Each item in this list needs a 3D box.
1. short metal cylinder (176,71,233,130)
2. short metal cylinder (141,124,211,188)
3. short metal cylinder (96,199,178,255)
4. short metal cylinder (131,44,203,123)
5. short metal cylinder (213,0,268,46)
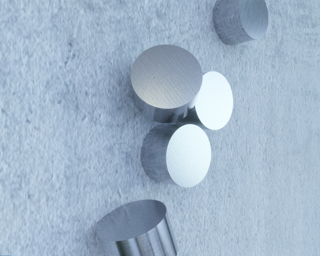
[{"bbox_3d":[0.059,-0.037,0.440,0.081,0.050,0.079,0,90,-40],"label":"short metal cylinder"},{"bbox_3d":[0.022,0.035,0.409,0.081,0.050,0.079,0,90,-40],"label":"short metal cylinder"},{"bbox_3d":[-0.025,0.124,0.350,0.081,0.080,0.050,-26,107,-37],"label":"short metal cylinder"},{"bbox_3d":[0.007,-0.051,0.370,0.081,0.050,0.080,0,72,-1],"label":"short metal cylinder"},{"bbox_3d":[0.131,-0.179,0.501,0.081,0.050,0.079,0,90,-40],"label":"short metal cylinder"}]
